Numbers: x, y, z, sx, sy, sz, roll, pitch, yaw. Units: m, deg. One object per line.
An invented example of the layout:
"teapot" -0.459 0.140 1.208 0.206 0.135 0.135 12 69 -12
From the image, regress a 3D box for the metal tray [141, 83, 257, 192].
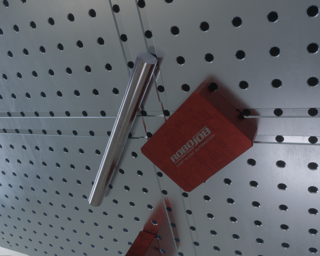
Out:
"metal tray" 0.045 0.017 0.395 0.090 0.030 0.129 42 129 -1

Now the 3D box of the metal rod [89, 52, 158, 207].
"metal rod" -0.065 0.023 0.459 0.025 0.025 0.298 31 129 8

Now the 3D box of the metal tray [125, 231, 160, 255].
"metal tray" -0.032 0.260 0.546 0.030 0.090 0.129 8 122 24
